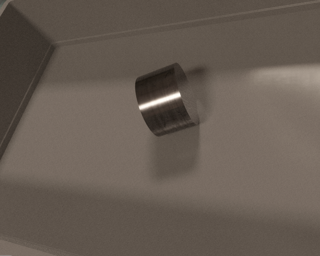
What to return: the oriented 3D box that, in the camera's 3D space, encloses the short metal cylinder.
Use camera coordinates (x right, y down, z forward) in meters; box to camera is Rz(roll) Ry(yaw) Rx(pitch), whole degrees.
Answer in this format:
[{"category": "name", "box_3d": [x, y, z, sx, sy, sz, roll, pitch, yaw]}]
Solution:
[{"category": "short metal cylinder", "box_3d": [0.010, -0.034, 0.385, 0.050, 0.080, 0.080, -18, 55, 17]}]
